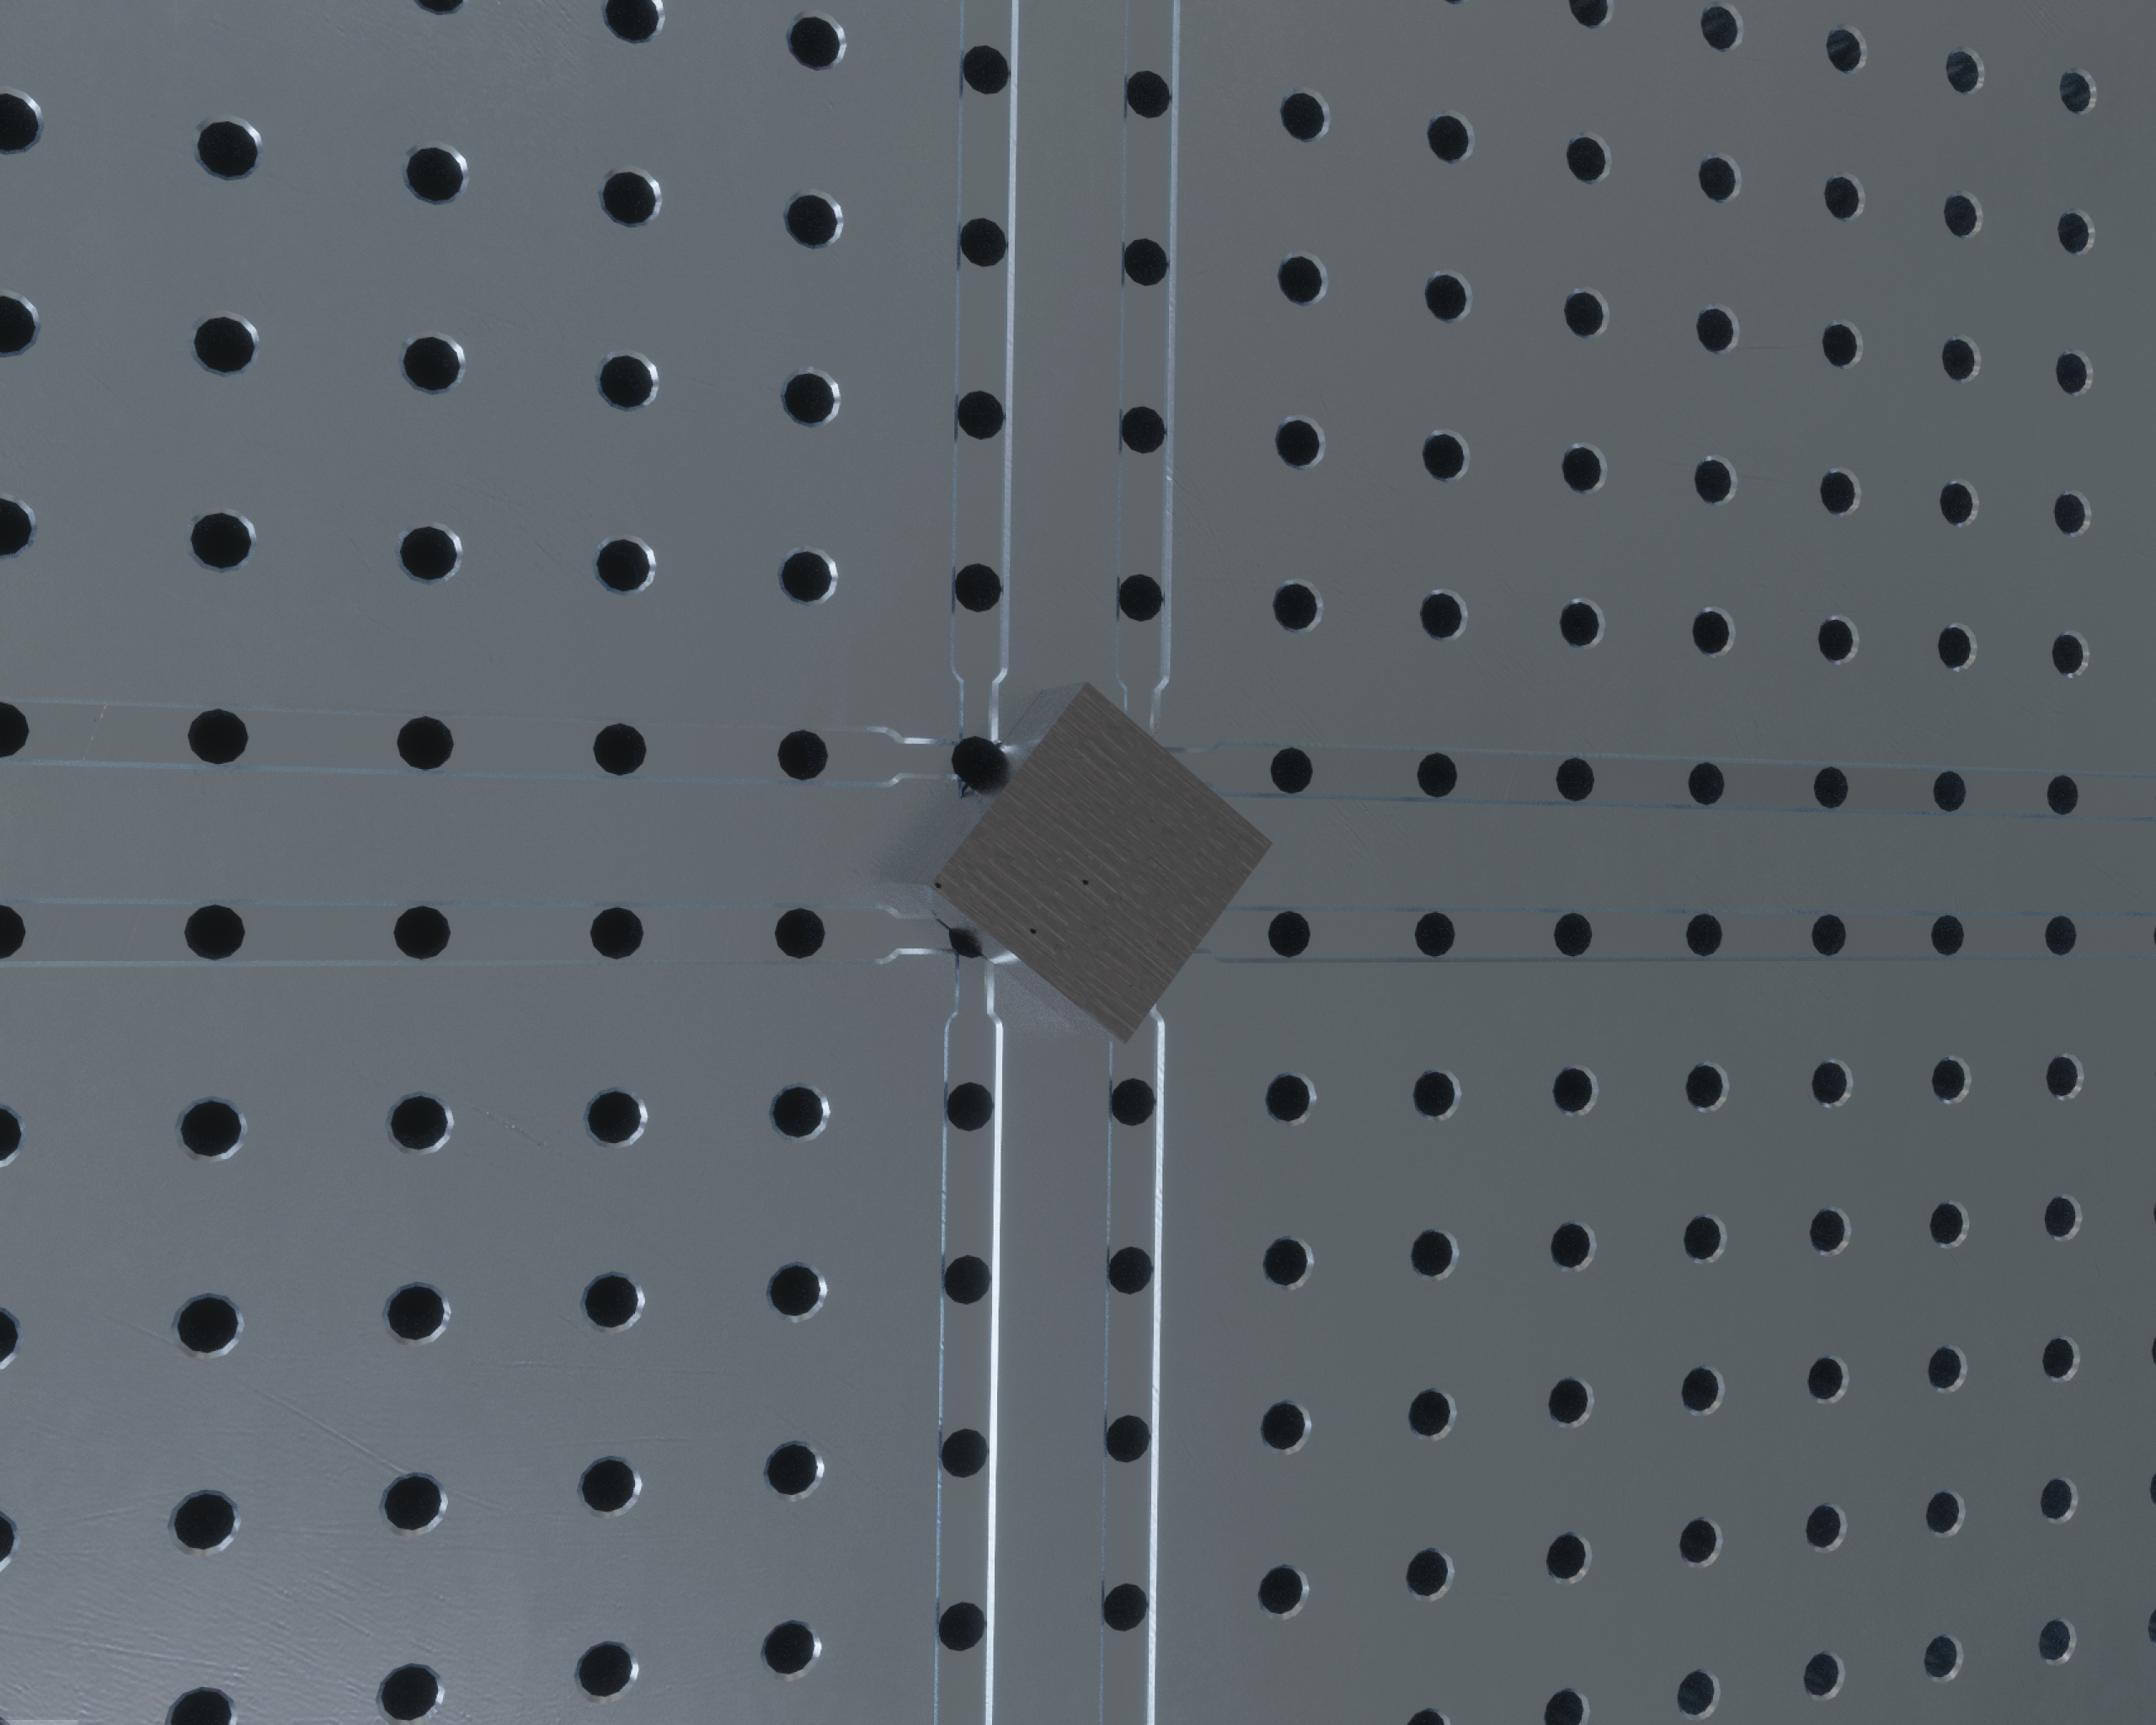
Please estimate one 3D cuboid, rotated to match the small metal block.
[{"bbox_3d":[0.001,0.000,0.413,0.050,0.025,0.050,40,77,-16],"label":"small metal block"}]
